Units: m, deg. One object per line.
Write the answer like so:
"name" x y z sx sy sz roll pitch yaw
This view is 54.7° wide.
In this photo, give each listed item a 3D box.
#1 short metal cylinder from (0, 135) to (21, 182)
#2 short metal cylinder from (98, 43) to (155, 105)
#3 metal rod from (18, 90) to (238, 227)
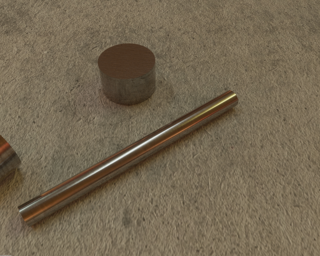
"short metal cylinder" -0.203 0.029 0.341 0.080 0.080 0.050 28 56 21
"short metal cylinder" -0.047 -0.079 0.453 0.081 0.050 0.080 0 50 0
"metal rod" -0.020 0.025 0.381 0.302 0.025 0.025 -29 56 -22
